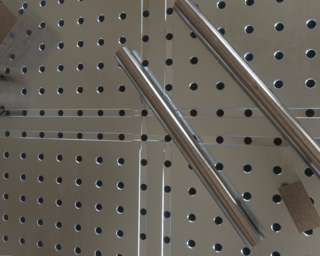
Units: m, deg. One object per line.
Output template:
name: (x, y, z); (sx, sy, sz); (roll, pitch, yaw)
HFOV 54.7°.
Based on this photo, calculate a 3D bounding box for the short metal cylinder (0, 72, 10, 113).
short metal cylinder: (-0.294, -0.059, 0.500); (0.080, 0.050, 0.079); (0, 90, 19)

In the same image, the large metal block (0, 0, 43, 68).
large metal block: (-0.248, -0.155, 0.485); (0.080, 0.050, 0.080); (46, 104, 14)

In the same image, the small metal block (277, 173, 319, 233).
small metal block: (0.154, 0.082, 0.345); (0.025, 0.050, 0.050); (-27, 82, 18)

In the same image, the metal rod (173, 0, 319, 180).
metal rod: (0.116, -0.046, 0.371); (0.025, 0.025, 0.299); (-40, 78, 15)

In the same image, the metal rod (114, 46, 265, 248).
metal rod: (0.031, 0.016, 0.400); (0.025, 0.025, 0.299); (-38, 78, 16)
